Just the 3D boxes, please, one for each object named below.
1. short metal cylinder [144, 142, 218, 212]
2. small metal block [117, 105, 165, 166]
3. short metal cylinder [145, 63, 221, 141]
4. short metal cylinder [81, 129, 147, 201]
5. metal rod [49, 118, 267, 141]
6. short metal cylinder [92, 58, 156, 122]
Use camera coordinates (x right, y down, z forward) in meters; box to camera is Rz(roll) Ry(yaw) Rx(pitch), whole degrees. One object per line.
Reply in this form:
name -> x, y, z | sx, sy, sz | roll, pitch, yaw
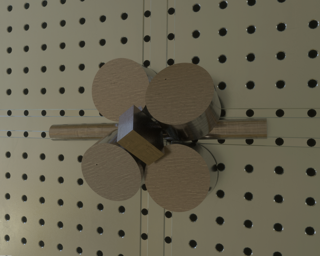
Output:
short metal cylinder -> 0.027, 0.058, 0.385 | 0.080, 0.050, 0.079 | 0, 90, 20
small metal block -> -0.022, 0.008, 0.365 | 0.025, 0.050, 0.050 | -38, 120, 22
short metal cylinder -> 0.029, -0.030, 0.371 | 0.080, 0.050, 0.080 | -8, 64, 17
short metal cylinder -> -0.053, 0.046, 0.401 | 0.080, 0.050, 0.079 | 6, 112, 16
metal rod -> -0.016, 0.004, 0.414 | 0.301, 0.025, 0.025 | -1, 90, 19
short metal cylinder -> -0.042, -0.048, 0.410 | 0.080, 0.050, 0.079 | 0, 90, 20
